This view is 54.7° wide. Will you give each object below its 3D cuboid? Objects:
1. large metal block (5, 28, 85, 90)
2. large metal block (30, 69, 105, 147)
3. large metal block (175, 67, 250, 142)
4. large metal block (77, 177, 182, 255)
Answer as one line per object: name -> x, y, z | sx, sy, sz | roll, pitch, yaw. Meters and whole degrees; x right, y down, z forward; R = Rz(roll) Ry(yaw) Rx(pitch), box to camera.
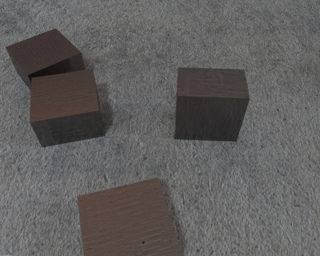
large metal block -> -0.170, -0.097, 0.468 | 0.081, 0.050, 0.080 | -31, 57, -24
large metal block -> -0.121, -0.028, 0.409 | 0.081, 0.050, 0.080 | -10, 51, -9
large metal block -> 0.061, -0.028, 0.391 | 0.080, 0.080, 0.050 | 2, 50, 2
large metal block -> -0.030, 0.103, 0.300 | 0.081, 0.050, 0.080 | -12, 51, -10
